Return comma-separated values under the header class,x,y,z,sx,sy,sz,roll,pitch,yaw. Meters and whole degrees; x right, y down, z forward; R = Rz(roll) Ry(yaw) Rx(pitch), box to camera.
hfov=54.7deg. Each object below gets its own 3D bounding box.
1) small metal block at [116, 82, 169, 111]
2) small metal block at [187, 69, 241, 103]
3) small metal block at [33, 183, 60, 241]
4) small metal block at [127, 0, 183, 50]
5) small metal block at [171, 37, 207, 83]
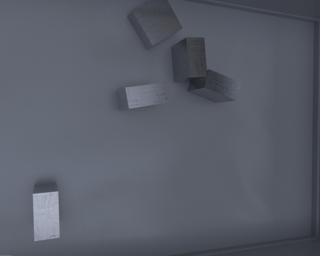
class,x,y,z,sx,sy,sz,roll,pitch,yaw
small metal block,-0.023,-0.039,0.389,0.050,0.050,0.025,-11,94,-20
small metal block,0.074,-0.056,0.426,0.050,0.050,0.025,18,84,-20
small metal block,-0.129,0.093,0.350,0.025,0.050,0.050,-2,91,-20
small metal block,-0.007,-0.140,0.409,0.050,0.025,0.050,-34,102,-17
small metal block,0.038,-0.089,0.412,0.025,0.050,0.050,-6,92,-20
